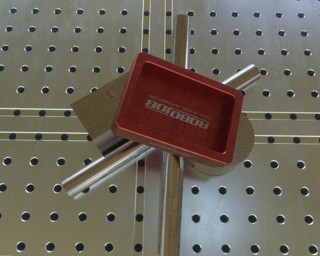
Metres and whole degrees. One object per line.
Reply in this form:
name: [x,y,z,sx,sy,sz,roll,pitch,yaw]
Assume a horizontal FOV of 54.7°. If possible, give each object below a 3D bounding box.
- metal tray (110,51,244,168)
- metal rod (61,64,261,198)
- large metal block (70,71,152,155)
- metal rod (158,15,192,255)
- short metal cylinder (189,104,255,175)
metal tray: [0.022,-0.018,0.341,0.131,0.030,0.090,19,70,-13]
metal rod: [0.010,-0.002,0.413,0.301,0.025,0.025,-32,74,-12]
large metal block: [-0.054,-0.014,0.386,0.080,0.080,0.050,-32,74,-11]
metal rod: [0.020,0.000,0.388,0.025,0.025,0.299,4,79,1]
short metal cylinder: [0.072,0.016,0.392,0.081,0.050,0.080,0,70,0]
